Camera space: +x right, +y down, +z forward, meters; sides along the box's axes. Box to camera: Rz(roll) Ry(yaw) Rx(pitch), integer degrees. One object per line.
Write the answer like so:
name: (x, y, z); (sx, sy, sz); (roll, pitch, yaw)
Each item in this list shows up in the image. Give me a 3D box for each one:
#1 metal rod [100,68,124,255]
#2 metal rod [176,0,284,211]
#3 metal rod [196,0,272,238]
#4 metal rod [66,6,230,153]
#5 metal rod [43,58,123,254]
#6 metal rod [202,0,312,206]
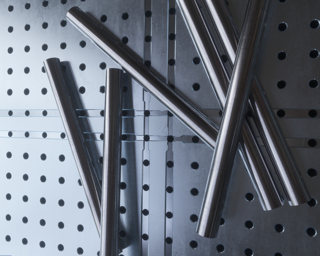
metal rod: (-0.066, 0.068, 0.421); (0.025, 0.025, 0.299); (-1, 84, 20)
metal rod: (0.080, -0.046, 0.384); (0.025, 0.025, 0.299); (-24, 82, 18)
metal rod: (0.086, -0.021, 0.354); (0.025, 0.025, 0.298); (13, 95, 19)
metal rod: (-0.021, -0.070, 0.420); (0.300, 0.025, 0.025); (43, 103, 15)
metal rod: (-0.115, 0.038, 0.453); (0.025, 0.025, 0.299); (-22, 83, 19)
metal rod: (0.108, -0.054, 0.374); (0.025, 0.025, 0.299); (-23, 82, 18)
